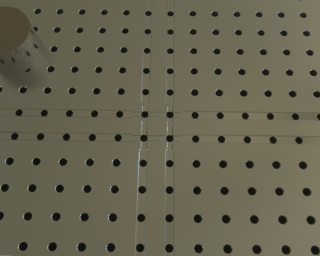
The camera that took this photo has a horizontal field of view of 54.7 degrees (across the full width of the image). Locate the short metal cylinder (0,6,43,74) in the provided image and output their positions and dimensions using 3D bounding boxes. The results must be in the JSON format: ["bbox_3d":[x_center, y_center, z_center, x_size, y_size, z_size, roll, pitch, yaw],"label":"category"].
[{"bbox_3d":[-0.217,-0.124,0.442,0.081,0.050,0.080,0,70,0],"label":"short metal cylinder"}]
